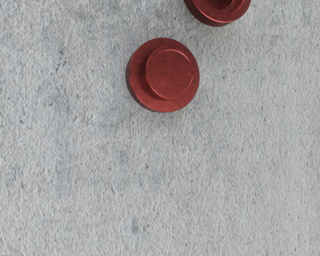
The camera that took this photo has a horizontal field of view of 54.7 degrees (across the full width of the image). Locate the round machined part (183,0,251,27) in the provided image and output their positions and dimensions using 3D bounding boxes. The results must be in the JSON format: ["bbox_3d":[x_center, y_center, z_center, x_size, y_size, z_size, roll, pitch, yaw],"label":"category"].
[{"bbox_3d":[0.074,-0.188,0.427,0.099,0.042,0.097,0,90,-20],"label":"round machined part"}]

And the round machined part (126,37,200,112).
[{"bbox_3d":[0.008,-0.069,0.403,0.099,0.042,0.097,0,90,-20],"label":"round machined part"}]
